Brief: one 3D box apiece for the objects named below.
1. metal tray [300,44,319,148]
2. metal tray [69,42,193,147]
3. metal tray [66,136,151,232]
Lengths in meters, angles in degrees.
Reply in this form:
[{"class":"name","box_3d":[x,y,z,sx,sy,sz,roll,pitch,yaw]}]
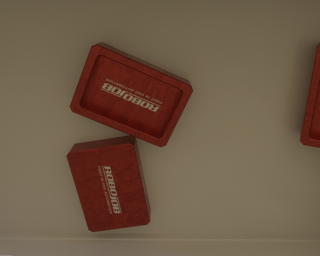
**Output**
[{"class":"metal tray","box_3d":[0.230,-0.036,0.377,0.090,0.030,0.129,10,112,24]},{"class":"metal tray","box_3d":[-0.036,-0.041,0.393,0.131,0.030,0.089,22,108,-8]},{"class":"metal tray","box_3d":[-0.068,0.080,0.438,0.090,0.030,0.129,-9,110,3]}]
